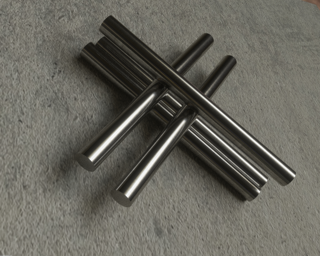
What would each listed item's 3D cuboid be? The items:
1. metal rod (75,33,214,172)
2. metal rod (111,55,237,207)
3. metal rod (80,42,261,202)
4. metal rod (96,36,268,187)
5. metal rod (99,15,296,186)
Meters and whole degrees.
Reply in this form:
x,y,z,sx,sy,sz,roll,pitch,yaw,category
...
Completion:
x,y,z,sx,sy,sz,roll,pitch,yaw,category
0.000,-0.054,0.407,0.025,0.025,0.301,41,51,-1,metal rod
0.036,-0.018,0.405,0.025,0.025,0.301,41,51,-1,metal rod
0.014,-0.008,0.419,0.300,0.025,0.025,41,51,-1,metal rod
0.030,-0.020,0.435,0.300,0.025,0.025,41,51,-1,metal rod
0.047,-0.033,0.388,0.300,0.025,0.025,40,51,-1,metal rod
